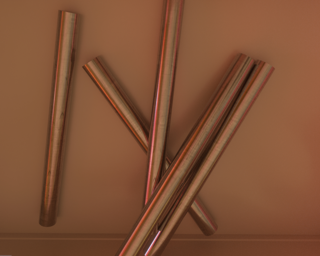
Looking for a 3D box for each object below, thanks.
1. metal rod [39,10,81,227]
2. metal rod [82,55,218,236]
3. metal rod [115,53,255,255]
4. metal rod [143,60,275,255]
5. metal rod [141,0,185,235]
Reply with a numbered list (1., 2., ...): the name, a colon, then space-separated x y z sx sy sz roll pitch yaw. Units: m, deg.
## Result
1. metal rod: -0.136 0.002 0.410 0.025 0.025 0.298 11 110 -5
2. metal rod: -0.004 0.036 0.424 0.025 0.025 0.299 -31 108 10
3. metal rod: 0.029 0.042 0.383 0.025 0.025 0.299 31 90 -11
4. metal rod: 0.059 0.049 0.410 0.025 0.025 0.299 28 100 -10
5. metal rod: 0.001 -0.007 0.388 0.025 0.025 0.298 6 102 -3
